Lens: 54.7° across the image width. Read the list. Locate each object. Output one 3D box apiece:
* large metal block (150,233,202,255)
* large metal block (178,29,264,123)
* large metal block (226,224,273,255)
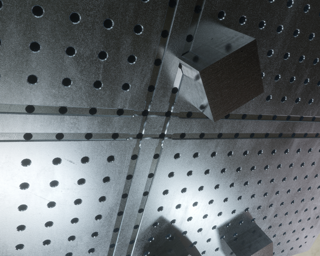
[{"bbox_3d":[0.030,0.252,0.570,0.080,0.050,0.080,-42,130,1],"label":"large metal block"},{"bbox_3d":[0.081,-0.068,0.399,0.080,0.050,0.080,-31,129,-9],"label":"large metal block"},{"bbox_3d":[0.196,0.271,0.674,0.080,0.050,0.080,-26,128,-13],"label":"large metal block"}]
